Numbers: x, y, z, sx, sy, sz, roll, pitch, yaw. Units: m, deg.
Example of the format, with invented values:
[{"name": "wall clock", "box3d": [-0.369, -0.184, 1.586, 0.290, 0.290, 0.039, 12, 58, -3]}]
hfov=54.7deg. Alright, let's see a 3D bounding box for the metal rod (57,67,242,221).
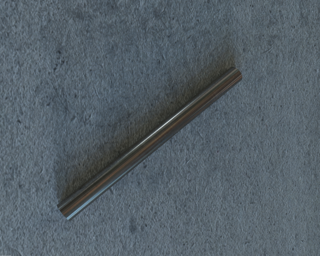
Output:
[{"name": "metal rod", "box3d": [-0.002, 0.011, 0.411, 0.301, 0.025, 0.025, -39, 103, -16]}]
